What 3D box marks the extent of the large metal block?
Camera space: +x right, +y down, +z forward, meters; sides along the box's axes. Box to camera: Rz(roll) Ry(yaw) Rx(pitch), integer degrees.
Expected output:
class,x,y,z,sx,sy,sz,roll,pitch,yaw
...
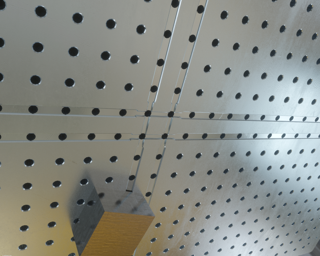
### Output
class,x,y,z,sx,sy,sz,roll,pitch,yaw
large metal block,-0.067,0.136,0.442,0.080,0.050,0.080,18,109,-35
